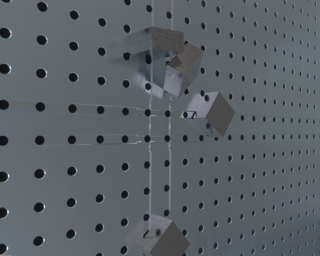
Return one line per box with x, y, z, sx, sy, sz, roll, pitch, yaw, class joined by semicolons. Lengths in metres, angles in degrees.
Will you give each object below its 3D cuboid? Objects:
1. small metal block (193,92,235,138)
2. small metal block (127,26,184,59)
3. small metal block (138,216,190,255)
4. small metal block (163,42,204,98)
0.085;-0.020;0.479;0.050;0.025;0.050;45;63;-31;small metal block
-0.006;-0.105;0.387;0.050;0.050;0.025;-4;93;-40;small metal block
0.006;0.156;0.414;0.050;0.025;0.050;-47;118;-29;small metal block
0.031;-0.077;0.416;0.050;0.025;0.050;-51;165;-28;small metal block
